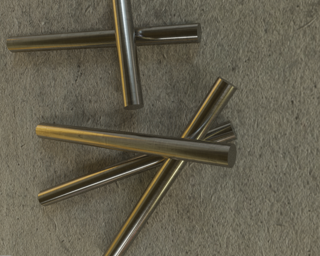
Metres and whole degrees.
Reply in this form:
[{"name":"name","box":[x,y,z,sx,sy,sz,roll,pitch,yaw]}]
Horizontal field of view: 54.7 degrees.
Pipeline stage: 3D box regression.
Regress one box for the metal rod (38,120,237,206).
[{"name":"metal rod","box":[-0.043,0.054,0.424,0.300,0.025,0.025,-22,83,18]}]

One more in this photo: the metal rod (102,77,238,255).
[{"name":"metal rod","box":[0.001,0.070,0.388,0.025,0.025,0.298,37,109,16]}]

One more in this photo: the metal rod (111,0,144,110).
[{"name":"metal rod","box":[-0.052,-0.170,0.406,0.025,0.025,0.299,-12,78,19]}]

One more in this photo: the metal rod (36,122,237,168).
[{"name":"metal rod","box":[-0.053,0.016,0.392,0.300,0.025,0.025,6,92,33]}]

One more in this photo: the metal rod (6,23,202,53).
[{"name":"metal rod","box":[-0.092,-0.126,0.441,0.301,0.025,0.025,2,91,19]}]
